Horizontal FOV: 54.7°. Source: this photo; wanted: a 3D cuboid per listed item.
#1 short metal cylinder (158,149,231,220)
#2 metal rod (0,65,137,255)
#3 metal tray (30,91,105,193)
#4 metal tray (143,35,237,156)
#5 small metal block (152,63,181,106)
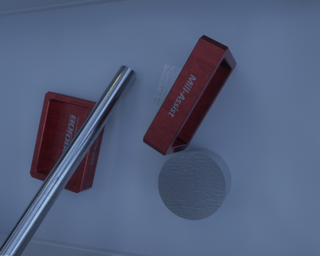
[{"bbox_3d":[0.044,0.066,0.381,0.080,0.050,0.079,0,90,19],"label":"short metal cylinder"},{"bbox_3d":[-0.117,0.047,0.389,0.025,0.025,0.300,26,75,18],"label":"metal rod"},{"bbox_3d":[-0.134,0.019,0.453,0.090,0.030,0.129,14,95,19],"label":"metal tray"},{"bbox_3d":[0.038,-0.033,0.361,0.030,0.090,0.129,33,100,17],"label":"metal tray"},{"bbox_3d":[0.018,-0.049,0.390,0.025,0.050,0.050,21,97,18],"label":"small metal block"}]
